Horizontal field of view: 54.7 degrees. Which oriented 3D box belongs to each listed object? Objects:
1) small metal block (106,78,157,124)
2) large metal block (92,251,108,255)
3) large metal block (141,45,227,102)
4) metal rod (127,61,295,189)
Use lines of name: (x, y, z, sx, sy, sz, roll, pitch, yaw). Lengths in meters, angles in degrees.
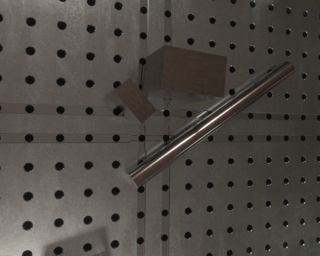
small metal block: (-0.037, -0.032, 0.386, 0.025, 0.050, 0.050, -44, 104, -15)
large metal block: (-0.092, 0.206, 0.367, 0.081, 0.050, 0.079, -12, 94, -20)
large metal block: (0.027, -0.064, 0.394, 0.081, 0.080, 0.050, 5, 89, -20)
metal rod: (0.083, -0.013, 0.444, 0.302, 0.025, 0.025, -34, 102, -17)
